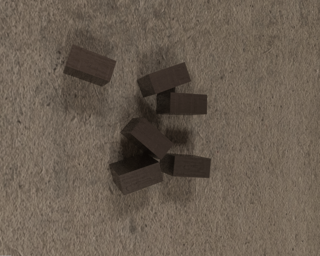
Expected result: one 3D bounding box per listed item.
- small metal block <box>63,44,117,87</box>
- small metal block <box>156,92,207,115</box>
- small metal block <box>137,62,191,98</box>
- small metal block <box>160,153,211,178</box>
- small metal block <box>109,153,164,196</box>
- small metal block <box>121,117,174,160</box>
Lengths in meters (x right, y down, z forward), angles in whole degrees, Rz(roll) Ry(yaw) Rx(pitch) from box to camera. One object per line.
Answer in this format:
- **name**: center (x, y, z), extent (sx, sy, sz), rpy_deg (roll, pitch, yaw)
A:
- **small metal block**: center (-0.084, -0.072, 0.365), extent (0.050, 0.050, 0.025), rpy_deg (18, 84, -20)
- **small metal block**: center (0.027, -0.031, 0.407), extent (0.050, 0.050, 0.025), rpy_deg (1, 90, -20)
- **small metal block**: center (0.004, -0.061, 0.398), extent (0.050, 0.050, 0.025), rpy_deg (-22, 98, -19)
- **small metal block**: center (0.032, 0.049, 0.409), extent (0.050, 0.050, 0.025), rpy_deg (6, 88, -20)
- **small metal block**: center (-0.031, 0.055, 0.384), extent (0.050, 0.050, 0.025), rpy_deg (-17, 105, -19)
- **small metal block**: center (-0.018, 0.013, 0.390), extent (0.050, 0.050, 0.025), rpy_deg (42, 76, -16)
